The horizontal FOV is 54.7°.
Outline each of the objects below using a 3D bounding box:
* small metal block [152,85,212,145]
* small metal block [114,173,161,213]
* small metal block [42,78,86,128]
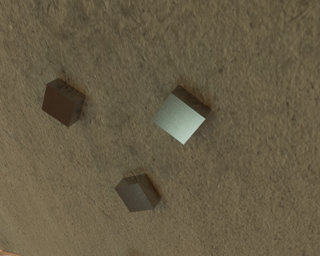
[{"bbox_3d":[0.026,-0.016,0.382,0.050,0.025,0.050,38,129,2],"label":"small metal block"},{"bbox_3d":[-0.035,0.103,0.487,0.050,0.025,0.050,-18,109,35],"label":"small metal block"},{"bbox_3d":[-0.142,-0.037,0.457,0.050,0.025,0.050,33,129,6],"label":"small metal block"}]
